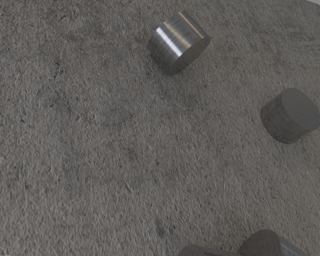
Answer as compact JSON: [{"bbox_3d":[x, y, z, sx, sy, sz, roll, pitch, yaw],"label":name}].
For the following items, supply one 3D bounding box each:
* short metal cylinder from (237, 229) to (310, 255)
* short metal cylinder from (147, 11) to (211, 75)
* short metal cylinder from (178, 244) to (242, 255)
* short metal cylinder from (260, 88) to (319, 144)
[{"bbox_3d":[0.122,0.160,0.337,0.050,0.080,0.080,35,51,-5],"label":"short metal cylinder"},{"bbox_3d":[0.028,-0.124,0.459,0.081,0.080,0.050,-33,81,-38],"label":"short metal cylinder"},{"bbox_3d":[0.048,0.158,0.298,0.050,0.080,0.080,19,55,-18],"label":"short metal cylinder"},{"bbox_3d":[0.217,-0.020,0.516,0.081,0.050,0.080,14,56,-21],"label":"short metal cylinder"}]
